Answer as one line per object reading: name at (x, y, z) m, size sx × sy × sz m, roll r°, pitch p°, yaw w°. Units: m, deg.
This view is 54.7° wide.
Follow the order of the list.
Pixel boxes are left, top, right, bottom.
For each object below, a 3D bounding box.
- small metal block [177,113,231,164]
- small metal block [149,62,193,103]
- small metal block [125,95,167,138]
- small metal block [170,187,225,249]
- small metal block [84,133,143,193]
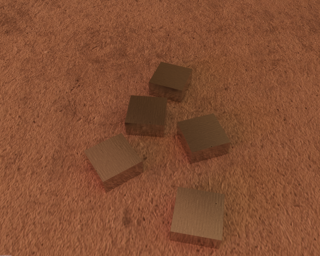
small metal block at (0.054, 0.013, 0.393) m, size 0.050 × 0.025 × 0.050 m, roll -14°, pitch 51°, yaw -12°
small metal block at (0.016, -0.069, 0.461) m, size 0.050 × 0.025 × 0.050 m, roll 16°, pitch 52°, yaw 13°
small metal block at (-0.017, -0.016, 0.417) m, size 0.050 × 0.025 × 0.050 m, roll 4°, pitch 50°, yaw 3°
small metal block at (0.039, 0.093, 0.325) m, size 0.050 × 0.025 × 0.050 m, roll 8°, pitch 50°, yaw 7°
small metal block at (-0.055, 0.040, 0.369) m, size 0.050 × 0.025 × 0.050 m, roll -27°, pitch 55°, yaw -21°
